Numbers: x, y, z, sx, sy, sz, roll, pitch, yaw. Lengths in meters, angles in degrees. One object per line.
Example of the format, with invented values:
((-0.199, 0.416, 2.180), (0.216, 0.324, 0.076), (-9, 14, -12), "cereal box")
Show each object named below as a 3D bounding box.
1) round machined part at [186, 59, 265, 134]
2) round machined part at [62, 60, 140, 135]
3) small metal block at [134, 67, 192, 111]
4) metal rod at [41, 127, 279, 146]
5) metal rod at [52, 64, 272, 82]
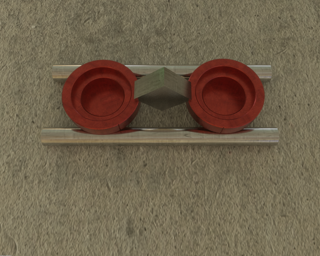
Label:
((0.083, -0.039, 0.409), (0.099, 0.042, 0.098), (0, 70, 0), "round machined part")
((-0.074, -0.037, 0.409), (0.099, 0.042, 0.098), (0, 70, 0), "round machined part")
((0.004, -0.047, 0.385), (0.050, 0.050, 0.025), (-18, 63, 40), "small metal block")
((0.000, 0.011, 0.405), (0.302, 0.025, 0.025), (0, 70, 0), "metal rod")
((0.003, -0.077, 0.437), (0.302, 0.025, 0.025), (0, 70, 0), "metal rod")
